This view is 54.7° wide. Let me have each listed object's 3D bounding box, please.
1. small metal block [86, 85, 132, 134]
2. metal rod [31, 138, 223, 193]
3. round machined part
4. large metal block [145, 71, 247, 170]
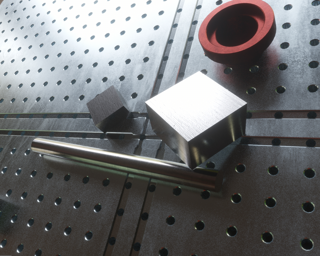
[{"bbox_3d":[-0.077,-0.028,0.464,0.050,0.025,0.050,-34,52,5],"label":"small metal block"},{"bbox_3d":[-0.064,0.043,0.413,0.300,0.025,0.025,7,65,30],"label":"metal rod"},{"bbox_3d":[0.105,-0.124,0.418,0.098,0.042,0.098,-13,56,20],"label":"round machined part"},{"bbox_3d":[0.042,-0.012,0.362,0.080,0.050,0.080,-32,49,-17],"label":"large metal block"}]
